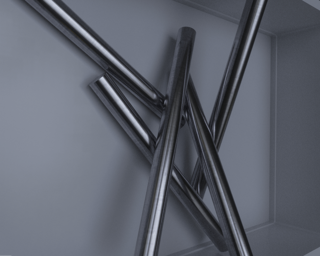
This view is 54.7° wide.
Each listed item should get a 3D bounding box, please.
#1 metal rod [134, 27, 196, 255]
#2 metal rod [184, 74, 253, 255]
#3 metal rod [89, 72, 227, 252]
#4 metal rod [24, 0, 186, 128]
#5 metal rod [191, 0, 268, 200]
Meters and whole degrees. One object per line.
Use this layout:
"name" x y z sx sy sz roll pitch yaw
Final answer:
"metal rod" 0.010 0.008 0.372 0.025 0.025 0.299 27 65 -37
"metal rod" 0.068 0.058 0.382 0.025 0.025 0.299 2 64 -40
"metal rod" 0.013 0.058 0.401 0.025 0.025 0.300 -48 114 -29
"metal rod" -0.070 -0.089 0.347 0.301 0.025 0.025 40 66 -33
"metal rod" 0.086 -0.034 0.411 0.025 0.025 0.298 2 110 -40
